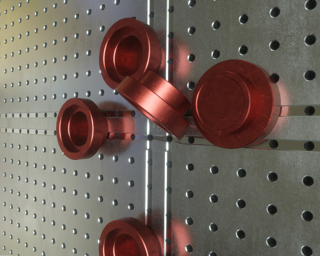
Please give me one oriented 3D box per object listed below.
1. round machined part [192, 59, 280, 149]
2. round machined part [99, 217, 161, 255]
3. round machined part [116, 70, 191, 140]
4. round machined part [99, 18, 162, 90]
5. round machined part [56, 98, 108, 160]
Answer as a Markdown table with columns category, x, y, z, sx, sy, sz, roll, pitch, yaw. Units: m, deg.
| category | x | y | z | sx | sy | sz | roll | pitch | yaw |
| --- | --- | --- | --- | --- | --- | --- | --- | --- | --- |
| round machined part | 0.075 | -0.026 | 0.337 | 0.098 | 0.042 | 0.097 | 0 | 90 | 40 |
| round machined part | -0.037 | 0.173 | 0.430 | 0.098 | 0.042 | 0.097 | 0 | 90 | 40 |
| round machined part | -0.002 | -0.031 | 0.371 | 0.098 | 0.098 | 0.042 | 37 | 87 | 34 |
| round machined part | -0.037 | -0.098 | 0.430 | 0.098 | 0.042 | 0.097 | 0 | 90 | 40 |
| round machined part | -0.122 | 0.001 | 0.501 | 0.098 | 0.042 | 0.097 | 0 | 90 | 40 |
